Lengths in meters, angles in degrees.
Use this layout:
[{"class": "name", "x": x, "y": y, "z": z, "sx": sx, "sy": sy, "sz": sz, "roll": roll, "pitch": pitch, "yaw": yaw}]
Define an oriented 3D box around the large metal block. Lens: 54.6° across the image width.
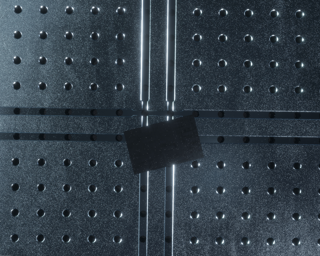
[{"class": "large metal block", "x": 0.004, "y": 0.018, "z": 0.386, "sx": 0.080, "sy": 0.080, "sz": 0.050, "roll": -14, "pitch": 90, "yaw": 0}]
